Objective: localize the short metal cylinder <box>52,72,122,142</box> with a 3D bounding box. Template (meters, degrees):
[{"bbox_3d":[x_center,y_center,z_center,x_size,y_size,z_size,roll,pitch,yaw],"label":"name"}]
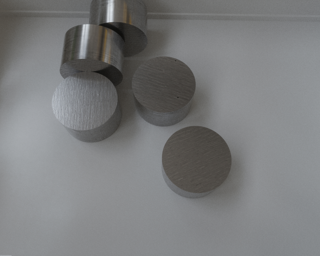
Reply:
[{"bbox_3d":[-0.093,-0.026,0.405,0.081,0.050,0.080,0,70,0],"label":"short metal cylinder"}]

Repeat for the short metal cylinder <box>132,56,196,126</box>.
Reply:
[{"bbox_3d":[0.005,-0.048,0.414,0.081,0.050,0.080,0,70,0],"label":"short metal cylinder"}]

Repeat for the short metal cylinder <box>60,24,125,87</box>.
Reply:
[{"bbox_3d":[-0.089,-0.092,0.413,0.081,0.080,0.050,1,70,0],"label":"short metal cylinder"}]

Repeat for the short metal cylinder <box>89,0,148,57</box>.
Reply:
[{"bbox_3d":[-0.058,-0.142,0.432,0.081,0.080,0.050,-1,70,-1],"label":"short metal cylinder"}]

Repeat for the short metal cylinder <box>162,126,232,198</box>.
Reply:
[{"bbox_3d":[0.042,0.043,0.381,0.081,0.050,0.080,0,70,0],"label":"short metal cylinder"}]
